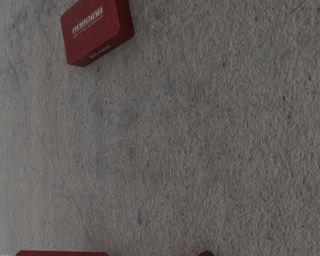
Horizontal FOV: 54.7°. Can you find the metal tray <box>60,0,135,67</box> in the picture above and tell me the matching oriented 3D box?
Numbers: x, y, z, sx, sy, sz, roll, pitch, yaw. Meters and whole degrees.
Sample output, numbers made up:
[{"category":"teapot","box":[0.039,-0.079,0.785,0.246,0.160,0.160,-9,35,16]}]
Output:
[{"category":"metal tray","box":[-0.102,-0.161,0.486,0.130,0.030,0.090,-18,78,38]}]

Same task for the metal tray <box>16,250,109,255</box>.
[{"category":"metal tray","box":[-0.143,0.226,0.443,0.030,0.131,0.090,114,159,-61]}]

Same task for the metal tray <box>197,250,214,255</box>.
[{"category":"metal tray","box":[0.034,0.220,0.374,0.129,0.030,0.090,-47,62,29]}]
